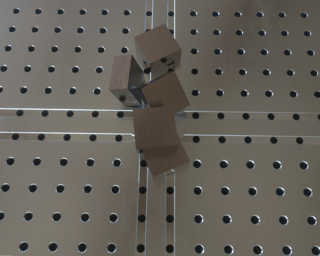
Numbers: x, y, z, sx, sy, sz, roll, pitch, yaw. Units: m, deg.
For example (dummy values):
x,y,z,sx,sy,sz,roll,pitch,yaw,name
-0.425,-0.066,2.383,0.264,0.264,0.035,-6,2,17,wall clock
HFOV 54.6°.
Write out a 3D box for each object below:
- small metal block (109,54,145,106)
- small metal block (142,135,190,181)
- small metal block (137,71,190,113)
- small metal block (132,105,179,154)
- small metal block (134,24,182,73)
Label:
x,y,z,sx,sy,sz,roll,pitch,yaw,name
-0.043,-0.063,0.419,0.025,0.050,0.050,-2,69,17,small metal block
0.004,0.033,0.400,0.050,0.025,0.050,-22,72,-8,small metal block
0.005,-0.042,0.415,0.050,0.025,0.050,-30,106,-11,small metal block
-0.006,0.002,0.383,0.050,0.025,0.050,-6,74,-2,small metal block
-0.003,-0.117,0.455,0.050,0.025,0.050,-27,72,-9,small metal block
